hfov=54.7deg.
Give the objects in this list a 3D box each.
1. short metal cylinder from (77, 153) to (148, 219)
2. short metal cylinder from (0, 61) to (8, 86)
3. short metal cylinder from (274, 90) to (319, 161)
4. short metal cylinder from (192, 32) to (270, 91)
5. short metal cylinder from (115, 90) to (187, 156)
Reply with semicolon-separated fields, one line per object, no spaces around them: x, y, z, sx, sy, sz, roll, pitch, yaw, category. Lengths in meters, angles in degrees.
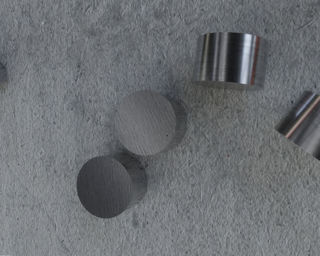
-0.064;0.075;0.418;0.080;0.050;0.080;0;90;20;short metal cylinder
-0.291;-0.087;0.482;0.050;0.080;0.080;-37;78;16;short metal cylinder
0.168;0.004;0.320;0.080;0.080;0.050;39;102;16;short metal cylinder
0.079;-0.072;0.352;0.080;0.080;0.050;8;93;20;short metal cylinder
-0.010;-0.006;0.399;0.080;0.050;0.080;0;90;20;short metal cylinder
